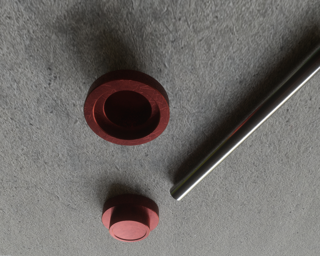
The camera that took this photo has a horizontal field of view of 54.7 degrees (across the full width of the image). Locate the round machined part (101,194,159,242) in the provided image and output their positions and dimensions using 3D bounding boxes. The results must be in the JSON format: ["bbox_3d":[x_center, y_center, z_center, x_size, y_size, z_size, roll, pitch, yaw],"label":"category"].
[{"bbox_3d":[-0.051,0.160,0.531,0.099,0.042,0.097,0,130,0],"label":"round machined part"}]

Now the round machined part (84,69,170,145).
[{"bbox_3d":[-0.038,-0.028,0.372,0.099,0.042,0.097,0,130,0],"label":"round machined part"}]

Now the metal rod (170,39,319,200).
[{"bbox_3d":[0.104,0.008,0.414,0.025,0.025,0.298,25,126,-20],"label":"metal rod"}]
